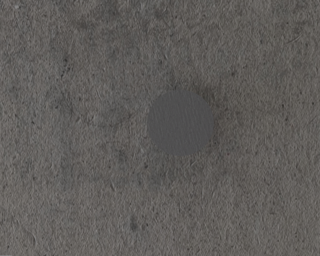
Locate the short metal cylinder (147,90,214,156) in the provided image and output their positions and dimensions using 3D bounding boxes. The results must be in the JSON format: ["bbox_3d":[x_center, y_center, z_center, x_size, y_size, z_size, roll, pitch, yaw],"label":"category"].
[{"bbox_3d":[0.025,-0.006,0.398,0.080,0.050,0.080,0,90,0],"label":"short metal cylinder"}]
